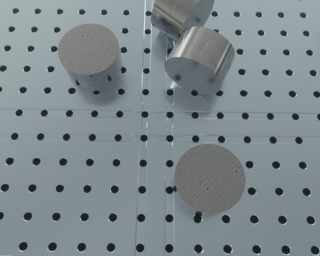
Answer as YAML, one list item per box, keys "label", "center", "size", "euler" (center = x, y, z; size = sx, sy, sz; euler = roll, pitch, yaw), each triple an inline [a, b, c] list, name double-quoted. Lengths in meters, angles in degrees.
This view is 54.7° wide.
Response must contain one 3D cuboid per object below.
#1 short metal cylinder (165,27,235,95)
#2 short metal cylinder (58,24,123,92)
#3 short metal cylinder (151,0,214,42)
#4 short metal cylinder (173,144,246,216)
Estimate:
- label: "short metal cylinder"
  center: [0.053, -0.088, 0.415]
  size: [0.080, 0.080, 0.050]
  euler: [24, 72, 8]
- label: "short metal cylinder"
  center: [-0.095, -0.097, 0.433]
  size: [0.081, 0.050, 0.080]
  euler: [0, 70, 0]
- label: "short metal cylinder"
  center: [0.032, -0.166, 0.443]
  size: [0.050, 0.080, 0.080]
  euler: [39, 75, 13]
- label: "short metal cylinder"
  center: [0.057, 0.064, 0.375]
  size: [0.081, 0.050, 0.080]
  euler: [0, 70, 0]
